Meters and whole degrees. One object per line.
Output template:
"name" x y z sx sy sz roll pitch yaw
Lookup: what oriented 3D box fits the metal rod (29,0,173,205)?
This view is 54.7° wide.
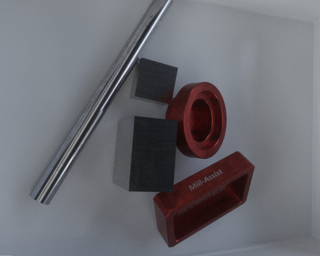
"metal rod" -0.067 -0.045 0.386 0.025 0.025 0.300 33 79 -17

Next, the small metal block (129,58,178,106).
"small metal block" -0.008 -0.060 0.408 0.050 0.025 0.050 12 86 -20

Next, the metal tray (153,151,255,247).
"metal tray" 0.058 0.093 0.403 0.131 0.030 0.089 -25 139 -19

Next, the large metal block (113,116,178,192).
"large metal block" -0.020 0.031 0.372 0.050 0.080 0.080 6 85 -20

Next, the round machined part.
"round machined part" 0.044 -0.010 0.405 0.099 0.042 0.097 -2 93 -49
